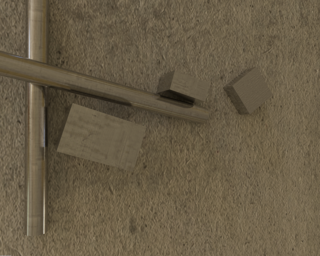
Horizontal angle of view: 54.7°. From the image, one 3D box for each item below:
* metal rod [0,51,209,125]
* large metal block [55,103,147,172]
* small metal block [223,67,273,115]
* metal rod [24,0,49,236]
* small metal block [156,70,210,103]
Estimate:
[{"bbox_3d":[-0.071,-0.046,0.364,0.302,0.025,0.025,12,86,-27],"label":"metal rod"},{"bbox_3d":[-0.071,0.010,0.354,0.081,0.080,0.050,18,84,-20],"label":"large metal block"},{"bbox_3d":[0.130,-0.054,0.459,0.050,0.025,0.050,-38,103,-16],"label":"small metal block"},{"bbox_3d":[-0.142,-0.029,0.356,0.025,0.025,0.298,0,90,-20],"label":"metal rod"},{"bbox_3d":[0.029,-0.052,0.408,0.050,0.050,0.025,17,85,-20],"label":"small metal block"}]
